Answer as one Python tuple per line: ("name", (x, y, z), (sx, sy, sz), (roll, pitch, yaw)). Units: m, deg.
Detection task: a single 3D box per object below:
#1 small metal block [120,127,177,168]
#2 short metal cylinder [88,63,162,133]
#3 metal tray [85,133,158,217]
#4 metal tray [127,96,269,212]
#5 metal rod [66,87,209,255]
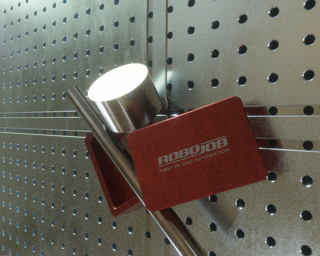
("small metal block", (-0.014, 0.024, 0.399), (0.050, 0.050, 0.025), (48, 119, 29))
("short metal cylinder", (-0.044, -0.039, 0.397), (0.080, 0.080, 0.050), (11, 139, 39))
("metal tray", (-0.054, 0.049, 0.445), (0.090, 0.030, 0.130), (-39, 67, 33))
("metal tray", (0.038, 0.030, 0.336), (0.130, 0.030, 0.090), (-19, 77, 13))
("metal rod", (-0.045, 0.045, 0.402), (0.300, 0.025, 0.025), (49, 119, 28))
